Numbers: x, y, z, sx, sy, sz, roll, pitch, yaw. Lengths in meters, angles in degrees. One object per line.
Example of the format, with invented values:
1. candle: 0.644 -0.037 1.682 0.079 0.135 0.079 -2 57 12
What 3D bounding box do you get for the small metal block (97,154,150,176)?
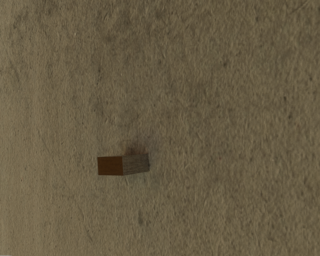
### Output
1. small metal block: -0.051 0.051 0.432 0.050 0.050 0.025 -6 86 40
